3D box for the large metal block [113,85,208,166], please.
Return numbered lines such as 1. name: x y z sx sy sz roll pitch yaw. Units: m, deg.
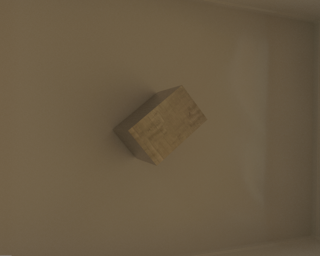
1. large metal block: -0.003 -0.004 0.378 0.080 0.080 0.050 -41 104 -15
